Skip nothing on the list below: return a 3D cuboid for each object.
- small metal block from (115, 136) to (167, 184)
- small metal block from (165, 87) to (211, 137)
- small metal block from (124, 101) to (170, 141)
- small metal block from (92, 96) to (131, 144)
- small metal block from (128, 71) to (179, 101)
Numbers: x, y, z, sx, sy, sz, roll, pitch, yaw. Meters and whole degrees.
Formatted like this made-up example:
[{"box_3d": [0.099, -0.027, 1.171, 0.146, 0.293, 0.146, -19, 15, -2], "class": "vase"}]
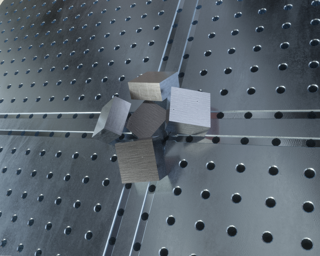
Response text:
[{"box_3d": [-0.023, 0.039, 0.379, 0.050, 0.025, 0.050, -9, 94, 23], "class": "small metal block"}, {"box_3d": [0.035, -0.020, 0.386, 0.050, 0.025, 0.050, 9, 60, -7], "class": "small metal block"}, {"box_3d": [-0.013, -0.006, 0.416, 0.050, 0.025, 0.050, -49, 52, -7], "class": "small metal block"}, {"box_3d": [-0.068, -0.010, 0.434, 0.050, 0.025, 0.050, -28, 42, 56], "class": "small metal block"}, {"box_3d": [-0.008, -0.059, 0.431, 0.050, 0.025, 0.050, 6, 29, 31], "class": "small metal block"}]
